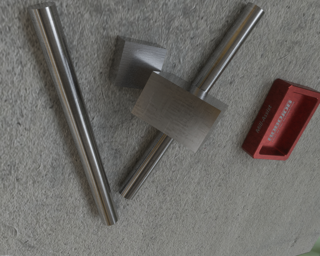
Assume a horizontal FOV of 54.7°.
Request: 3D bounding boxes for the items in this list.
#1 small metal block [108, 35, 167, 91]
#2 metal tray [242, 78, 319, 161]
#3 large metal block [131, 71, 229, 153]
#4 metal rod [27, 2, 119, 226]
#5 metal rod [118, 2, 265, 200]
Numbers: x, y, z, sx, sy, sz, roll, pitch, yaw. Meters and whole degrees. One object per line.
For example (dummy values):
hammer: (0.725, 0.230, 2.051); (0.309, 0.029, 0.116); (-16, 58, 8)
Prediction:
small metal block: (-0.026, -0.072, 0.349); (0.050, 0.025, 0.050); (3, 117, -30)
metal tray: (0.201, -0.010, 0.510); (0.091, 0.030, 0.129); (7, 115, -32)
large metal block: (0.027, -0.022, 0.352); (0.050, 0.080, 0.080); (-61, 169, 15)
metal rod: (-0.090, 0.011, 0.365); (0.025, 0.025, 0.298); (-20, 127, -17)
metal rod: (0.035, -0.027, 0.410); (0.025, 0.025, 0.299); (26, 104, -38)
